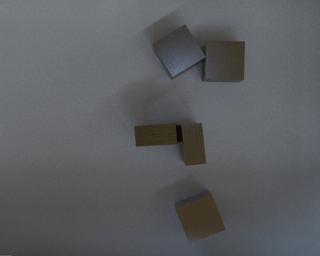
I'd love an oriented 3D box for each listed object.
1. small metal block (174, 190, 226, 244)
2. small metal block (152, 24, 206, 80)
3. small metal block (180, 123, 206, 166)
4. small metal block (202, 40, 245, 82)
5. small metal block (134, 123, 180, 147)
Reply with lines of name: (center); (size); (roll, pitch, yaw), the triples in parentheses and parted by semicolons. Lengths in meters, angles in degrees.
small metal block: (0.052, 0.117, 0.412); (0.050, 0.025, 0.050); (-22, 90, 0)
small metal block: (0.024, -0.100, 0.411); (0.050, 0.025, 0.050); (-32, 90, 0)
small metal block: (0.041, 0.020, 0.399); (0.025, 0.050, 0.050); (-6, 90, 0)
small metal block: (0.084, -0.088, 0.412); (0.050, 0.025, 0.050); (2, 90, -1)
small metal block: (-0.002, 0.008, 0.395); (0.050, 0.050, 0.025); (-4, 91, 8)
